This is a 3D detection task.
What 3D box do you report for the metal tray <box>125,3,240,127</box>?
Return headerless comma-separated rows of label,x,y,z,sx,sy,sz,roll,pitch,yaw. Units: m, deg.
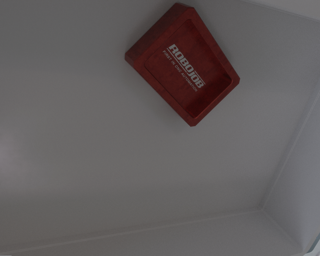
metal tray,0.032,-0.071,0.378,0.090,0.030,0.130,-45,129,3
